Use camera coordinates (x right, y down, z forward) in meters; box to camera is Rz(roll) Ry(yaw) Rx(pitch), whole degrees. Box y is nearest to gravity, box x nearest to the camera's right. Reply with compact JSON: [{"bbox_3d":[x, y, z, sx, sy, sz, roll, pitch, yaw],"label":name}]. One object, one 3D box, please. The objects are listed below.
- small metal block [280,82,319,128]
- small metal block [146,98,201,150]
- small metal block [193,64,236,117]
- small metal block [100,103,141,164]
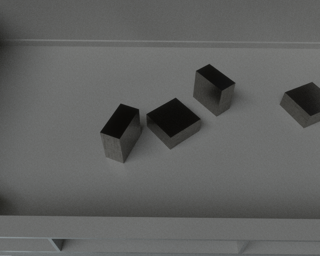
[{"bbox_3d":[0.208,-0.033,0.434,0.050,0.025,0.050,-20,53,-16],"label":"small metal block"},{"bbox_3d":[0.017,-0.007,0.411,0.050,0.025,0.050,-31,57,-24],"label":"small metal block"},{"bbox_3d":[0.074,-0.053,0.433,0.025,0.050,0.050,-30,57,-23],"label":"small metal block"},{"bbox_3d":[-0.047,0.007,0.382,0.025,0.050,0.050,18,52,14],"label":"small metal block"}]
